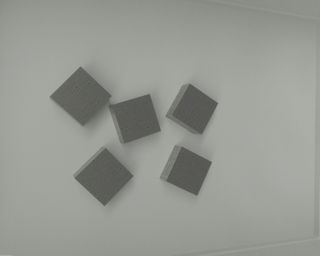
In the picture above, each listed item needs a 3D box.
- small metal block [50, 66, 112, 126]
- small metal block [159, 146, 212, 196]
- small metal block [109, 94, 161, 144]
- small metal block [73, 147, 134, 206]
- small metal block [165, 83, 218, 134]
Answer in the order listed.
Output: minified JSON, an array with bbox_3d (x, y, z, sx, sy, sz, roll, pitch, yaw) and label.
[{"bbox_3d":[-0.096,-0.037,0.375,0.050,0.025,0.050,44,76,-15],"label":"small metal block"},{"bbox_3d":[0.035,0.058,0.423,0.050,0.025,0.050,28,81,-18],"label":"small metal block"},{"bbox_3d":[-0.033,-0.012,0.398,0.050,0.025,0.050,-19,97,-19],"label":"small metal block"},{"bbox_3d":[-0.070,0.059,0.385,0.050,0.025,0.050,-46,104,-14],"label":"small metal block"},{"bbox_3d":[0.044,-0.025,0.426,0.050,0.025,0.050,32,80,-17],"label":"small metal block"}]
